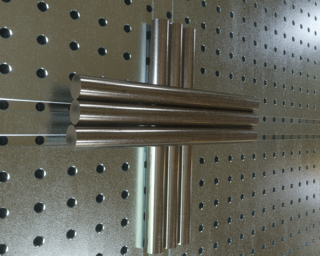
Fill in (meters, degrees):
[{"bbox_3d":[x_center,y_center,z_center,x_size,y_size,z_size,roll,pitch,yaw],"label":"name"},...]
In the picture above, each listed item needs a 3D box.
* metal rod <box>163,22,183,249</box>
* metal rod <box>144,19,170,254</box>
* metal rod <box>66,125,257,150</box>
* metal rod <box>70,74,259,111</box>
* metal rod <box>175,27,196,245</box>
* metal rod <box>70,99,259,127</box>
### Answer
[{"bbox_3d":[0.015,0.009,0.421,0.025,0.025,0.298,2,89,-40],"label":"metal rod"},{"bbox_3d":[-0.004,0.010,0.405,0.025,0.025,0.298,2,89,-40],"label":"metal rod"},{"bbox_3d":[0.029,0.010,0.400,0.302,0.025,0.025,1,90,-40],"label":"metal rod"},{"bbox_3d":[0.033,-0.040,0.403,0.302,0.025,0.025,1,90,-40],"label":"metal rod"},{"bbox_3d":[0.035,0.010,0.437,0.025,0.025,0.298,2,89,-40],"label":"metal rod"},{"bbox_3d":[0.032,-0.015,0.402,0.302,0.025,0.025,1,90,-40],"label":"metal rod"}]
